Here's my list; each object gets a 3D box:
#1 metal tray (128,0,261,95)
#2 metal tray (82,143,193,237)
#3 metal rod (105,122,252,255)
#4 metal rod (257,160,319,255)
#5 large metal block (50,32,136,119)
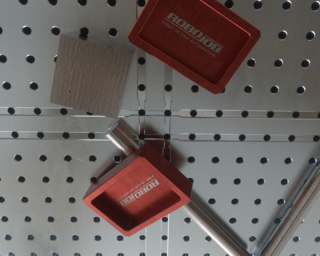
[{"bbox_3d":[0.040,-0.111,0.370,0.131,0.030,0.090,30,107,-11],"label":"metal tray"},{"bbox_3d":[-0.032,0.089,0.424,0.090,0.030,0.130,44,120,-14],"label":"metal tray"},{"bbox_3d":[0.036,0.106,0.452,0.025,0.025,0.300,-40,106,13],"label":"metal rod"},{"bbox_3d":[0.219,0.093,0.450,0.025,0.025,0.298,21,109,-8],"label":"metal rod"},{"bbox_3d":[-0.079,-0.065,0.375,0.081,0.050,0.079,14,109,-6],"label":"large metal block"}]
